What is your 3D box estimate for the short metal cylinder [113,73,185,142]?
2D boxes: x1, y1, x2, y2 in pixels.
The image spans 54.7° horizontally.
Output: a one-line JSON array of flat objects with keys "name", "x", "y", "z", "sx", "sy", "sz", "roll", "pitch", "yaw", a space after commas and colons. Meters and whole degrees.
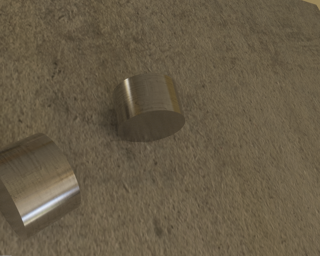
[{"name": "short metal cylinder", "x": -0.014, "y": -0.022, "z": 0.376, "sx": 0.081, "sy": 0.080, "sz": 0.050, "roll": 2, "pitch": 61, "yaw": -28}]

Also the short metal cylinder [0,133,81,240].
[{"name": "short metal cylinder", "x": -0.116, "y": 0.050, "z": 0.276, "sx": 0.050, "sy": 0.080, "sz": 0.080, "roll": -29, "pitch": 78, "yaw": -38}]
